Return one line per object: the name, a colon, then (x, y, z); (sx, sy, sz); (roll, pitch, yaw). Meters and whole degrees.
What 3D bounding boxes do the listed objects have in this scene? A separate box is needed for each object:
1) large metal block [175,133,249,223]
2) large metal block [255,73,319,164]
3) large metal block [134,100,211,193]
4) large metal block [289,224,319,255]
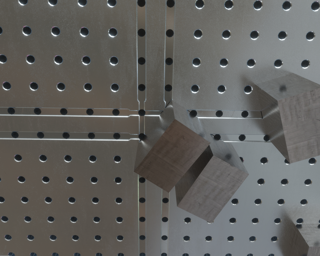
large metal block: (0.062, 0.061, 0.408); (0.050, 0.080, 0.080); (29, 107, -10)
large metal block: (0.162, -0.015, 0.381); (0.050, 0.080, 0.080); (-17, 110, 6)
large metal block: (0.013, 0.020, 0.392); (0.050, 0.080, 0.080); (34, 106, -12)
large metal block: (0.251, 0.197, 0.476); (0.081, 0.050, 0.079); (0, 110, -1)
